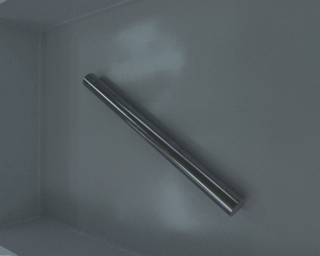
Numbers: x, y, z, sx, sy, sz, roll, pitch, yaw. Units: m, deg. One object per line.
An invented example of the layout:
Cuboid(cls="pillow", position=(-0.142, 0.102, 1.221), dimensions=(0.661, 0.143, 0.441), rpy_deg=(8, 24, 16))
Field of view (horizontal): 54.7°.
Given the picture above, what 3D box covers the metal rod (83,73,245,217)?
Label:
Cuboid(cls="metal rod", position=(-0.014, 0.005, 0.413), dimensions=(0.300, 0.025, 0.025), rpy_deg=(40, 114, 32))
